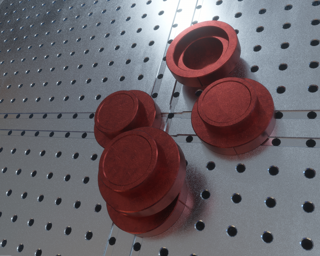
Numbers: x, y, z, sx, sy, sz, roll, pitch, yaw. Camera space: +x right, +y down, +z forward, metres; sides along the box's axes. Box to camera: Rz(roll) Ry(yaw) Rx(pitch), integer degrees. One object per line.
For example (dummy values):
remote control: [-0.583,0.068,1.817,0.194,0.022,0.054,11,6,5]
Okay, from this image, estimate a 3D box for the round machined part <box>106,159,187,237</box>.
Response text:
round machined part: [-0.022,0.073,0.363,0.098,0.042,0.098,-13,57,20]

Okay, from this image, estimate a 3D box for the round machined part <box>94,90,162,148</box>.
round machined part: [-0.051,-0.013,0.431,0.098,0.042,0.098,-13,56,20]

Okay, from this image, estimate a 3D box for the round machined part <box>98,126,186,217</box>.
round machined part: [-0.025,0.041,0.330,0.098,0.042,0.098,-12,57,20]

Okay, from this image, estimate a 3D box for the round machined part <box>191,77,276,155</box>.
round machined part: [0.083,-0.021,0.366,0.098,0.042,0.098,-13,56,20]

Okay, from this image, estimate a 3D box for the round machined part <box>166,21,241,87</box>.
round machined part: [0.061,-0.095,0.423,0.098,0.042,0.098,-13,56,20]
